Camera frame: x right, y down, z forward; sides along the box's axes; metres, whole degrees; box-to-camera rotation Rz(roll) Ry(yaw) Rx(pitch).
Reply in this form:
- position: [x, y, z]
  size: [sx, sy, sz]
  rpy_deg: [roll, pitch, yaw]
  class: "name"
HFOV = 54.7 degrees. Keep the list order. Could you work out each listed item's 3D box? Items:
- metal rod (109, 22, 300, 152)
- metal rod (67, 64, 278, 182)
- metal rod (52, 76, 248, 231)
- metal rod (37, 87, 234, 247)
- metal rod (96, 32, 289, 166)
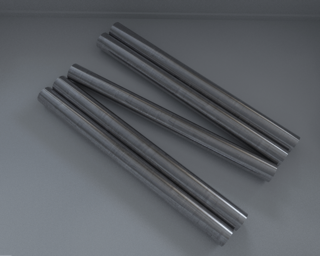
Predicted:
- position: [0.053, -0.062, 0.431]
  size: [0.300, 0.025, 0.025]
  rpy_deg: [35, 74, 12]
  class: "metal rod"
- position: [0.009, -0.011, 0.412]
  size: [0.301, 0.025, 0.025]
  rpy_deg: [27, 72, 9]
  class: "metal rod"
- position: [-0.021, 0.025, 0.399]
  size: [0.300, 0.025, 0.025]
  rpy_deg: [36, 74, 12]
  class: "metal rod"
- position: [-0.039, 0.041, 0.393]
  size: [0.300, 0.025, 0.025]
  rpy_deg: [36, 74, 12]
  class: "metal rod"
- position: [0.036, -0.045, 0.425]
  size: [0.300, 0.025, 0.025]
  rpy_deg: [35, 74, 12]
  class: "metal rod"
